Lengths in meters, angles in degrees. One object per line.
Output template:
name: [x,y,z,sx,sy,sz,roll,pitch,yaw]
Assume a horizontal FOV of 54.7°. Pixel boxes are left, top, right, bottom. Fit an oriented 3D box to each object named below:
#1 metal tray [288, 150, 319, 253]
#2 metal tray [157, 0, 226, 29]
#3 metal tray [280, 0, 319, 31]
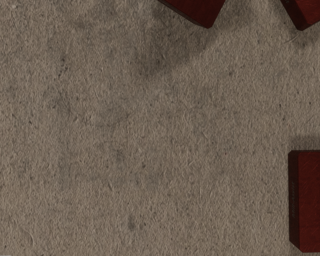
metal tray: [0.222,0.094,0.411,0.091,0.030,0.129,-1,90,-1]
metal tray: [0.031,-0.184,0.358,0.131,0.030,0.089,14,108,-43]
metal tray: [0.197,-0.208,0.410,0.090,0.030,0.130,-30,90,-1]
